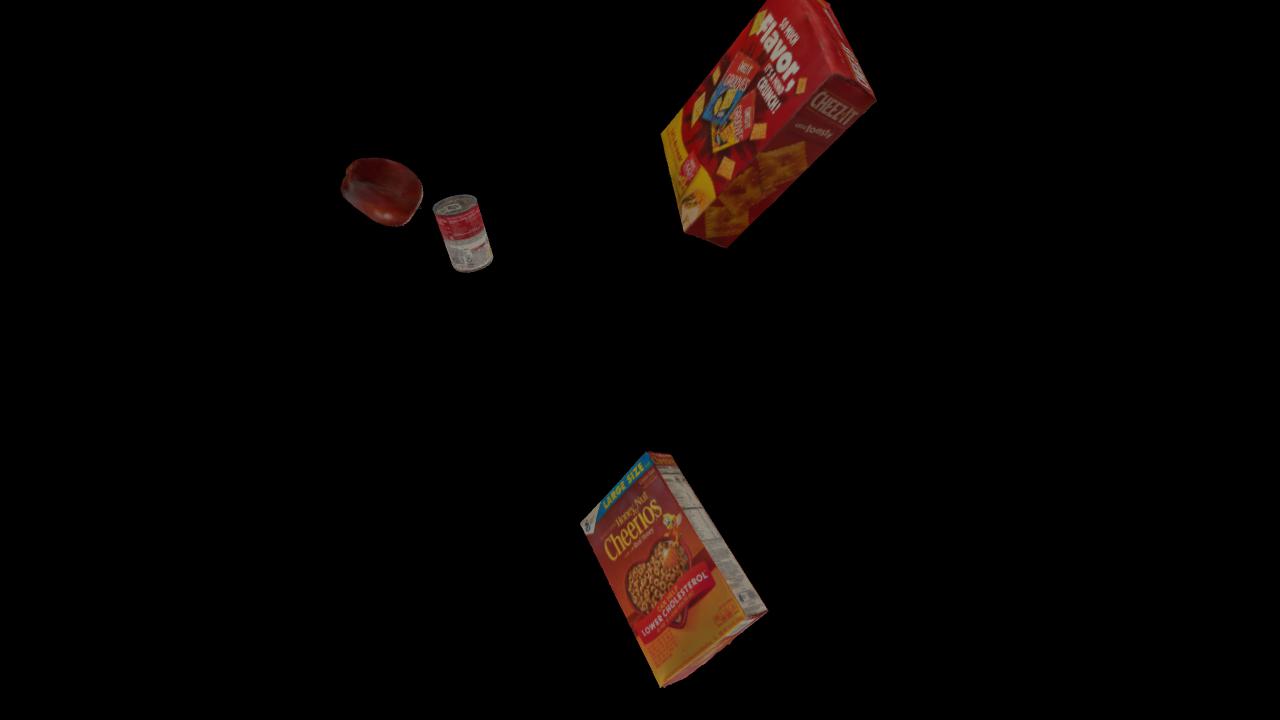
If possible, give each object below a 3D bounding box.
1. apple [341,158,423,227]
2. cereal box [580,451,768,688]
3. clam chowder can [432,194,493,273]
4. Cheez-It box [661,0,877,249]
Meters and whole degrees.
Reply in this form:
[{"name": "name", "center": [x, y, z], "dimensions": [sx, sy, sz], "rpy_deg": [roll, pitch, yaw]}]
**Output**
[{"name": "apple", "center": [-0.314, -0.208, 0.757], "dimensions": [0.093, 0.079, 0.079], "rpy_deg": [23, -14, -37]}, {"name": "cereal box", "center": [0.040, 0.330, 1.002], "dimensions": [0.081, 0.306, 0.203], "rpy_deg": [13, -54, -49]}, {"name": "clam chowder can", "center": [-0.273, -0.196, 0.957], "dimensions": [0.068, 0.102, 0.068], "rpy_deg": [-5, 39, 4]}, {"name": "Cheez-It box", "center": [0.120, -0.254, 0.651], "dimensions": [0.071, 0.166, 0.223], "rpy_deg": [12, -37, -32]}]
